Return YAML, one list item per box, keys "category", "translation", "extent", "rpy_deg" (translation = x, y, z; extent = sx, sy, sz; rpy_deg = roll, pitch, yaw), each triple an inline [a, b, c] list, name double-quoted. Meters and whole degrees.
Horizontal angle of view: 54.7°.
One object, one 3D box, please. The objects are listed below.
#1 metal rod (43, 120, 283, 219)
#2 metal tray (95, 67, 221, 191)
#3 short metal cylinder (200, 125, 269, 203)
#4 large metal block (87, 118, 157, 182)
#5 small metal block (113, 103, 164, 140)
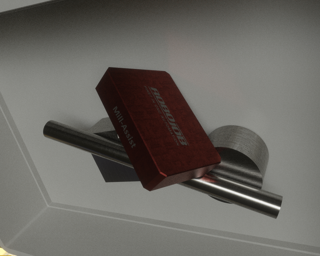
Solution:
- category: "metal rod"
  translation: [-0.012, 0.043, 0.372]
  extent: [0.301, 0.025, 0.025]
  rpy_deg: [17, 125, 18]
- category: "metal tray"
  translation: [-0.002, -0.005, 0.329]
  extent: [0.030, 0.091, 0.130]
  rpy_deg: [-47, 61, 38]
- category: "short metal cylinder"
  translation: [0.085, 0.044, 0.372]
  extent: [0.080, 0.050, 0.079]
  rpy_deg: [13, 124, 20]
- category: "large metal block"
  translation: [-0.048, 0.027, 0.432]
  extent: [0.080, 0.050, 0.080]
  rpy_deg: [-8, 115, 31]
- category: "small metal block"
  translation: [-0.027, -0.016, 0.366]
  extent: [0.050, 0.025, 0.050]
  rpy_deg: [-15, 77, 5]
